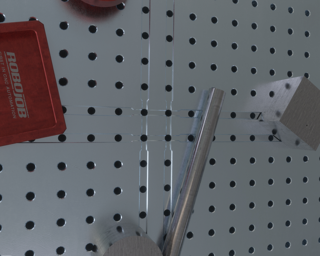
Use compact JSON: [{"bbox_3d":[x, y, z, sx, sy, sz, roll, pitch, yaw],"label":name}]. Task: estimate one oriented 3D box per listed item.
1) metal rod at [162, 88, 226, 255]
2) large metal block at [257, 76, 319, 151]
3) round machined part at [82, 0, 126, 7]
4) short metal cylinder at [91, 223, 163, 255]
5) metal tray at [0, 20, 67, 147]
[{"bbox_3d":[0.039,0.089,0.427,0.025,0.025,0.299,19,84,-19],"label":"metal rod"},{"bbox_3d":[0.211,-0.021,0.477,0.080,0.050,0.080,35,79,-17],"label":"large metal block"},{"bbox_3d":[-0.074,-0.196,0.376,0.099,0.042,0.097,0,90,-20],"label":"round machined part"},{"bbox_3d":[-0.041,0.166,0.384,0.081,0.050,0.079,0,90,-20],"label":"short metal cylinder"},{"bbox_3d":[-0.165,-0.049,0.348,0.091,0.030,0.129,-13,94,-20],"label":"metal tray"}]
